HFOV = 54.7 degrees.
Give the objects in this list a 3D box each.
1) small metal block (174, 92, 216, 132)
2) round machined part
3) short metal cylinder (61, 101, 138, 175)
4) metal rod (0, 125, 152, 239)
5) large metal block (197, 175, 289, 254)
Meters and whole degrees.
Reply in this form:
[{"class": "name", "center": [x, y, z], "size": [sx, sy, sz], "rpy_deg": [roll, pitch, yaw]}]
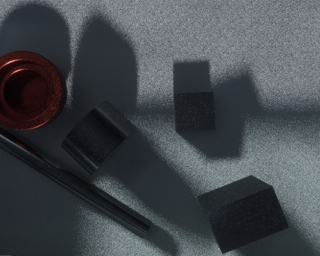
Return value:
[{"class": "small metal block", "center": [0.045, -0.021, 0.412], "size": [0.050, 0.025, 0.050], "rpy_deg": [-3, 90, -1]}, {"class": "round machined part", "center": [-0.169, -0.046, 0.401], "size": [0.099, 0.042, 0.097], "rpy_deg": [0, 90, -1]}, {"class": "short metal cylinder", "center": [-0.074, 0.012, 0.383], "size": [0.050, 0.080, 0.080], "rpy_deg": [44, 90, -1]}, {"class": "metal rod", "center": [-0.144, 0.054, 0.409], "size": [0.301, 0.025, 0.025], "rpy_deg": [33, 90, -1]}, {"class": "large metal block", "center": [0.098, 0.103, 0.385], "size": [0.080, 0.080, 0.050], "rpy_deg": [-22, 90, 0]}]
